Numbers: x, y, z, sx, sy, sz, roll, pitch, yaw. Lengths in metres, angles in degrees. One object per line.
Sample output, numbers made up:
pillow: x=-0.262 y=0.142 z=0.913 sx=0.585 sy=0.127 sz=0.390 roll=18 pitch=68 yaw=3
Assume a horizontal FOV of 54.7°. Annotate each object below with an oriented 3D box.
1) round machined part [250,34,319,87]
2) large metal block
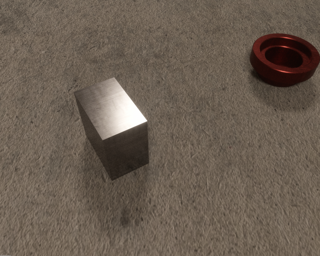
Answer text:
round machined part: x=0.189 y=-0.101 z=0.479 sx=0.099 sy=0.042 sz=0.098 roll=0 pitch=50 yaw=0
large metal block: x=-0.055 y=0.001 z=0.366 sx=0.050 sy=0.080 sz=0.080 roll=-24 pitch=55 yaw=-19
